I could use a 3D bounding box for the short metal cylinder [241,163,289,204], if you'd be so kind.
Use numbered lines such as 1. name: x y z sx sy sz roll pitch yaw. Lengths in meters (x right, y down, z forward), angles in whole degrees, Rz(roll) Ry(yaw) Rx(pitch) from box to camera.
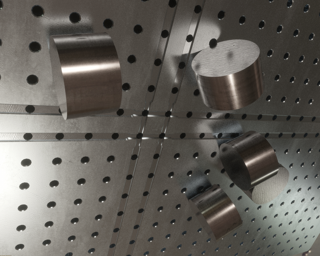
1. short metal cylinder: 0.180 0.088 0.551 0.081 0.050 0.079 -14 125 -21

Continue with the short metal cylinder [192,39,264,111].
1. short metal cylinder: 0.085 -0.066 0.383 0.080 0.080 0.050 -30 129 -9

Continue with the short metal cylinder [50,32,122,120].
1. short metal cylinder: -0.074 -0.051 0.304 0.050 0.080 0.079 -11 123 -23

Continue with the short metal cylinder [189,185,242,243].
1. short metal cylinder: 0.091 0.141 0.515 0.050 0.080 0.080 -29 129 -10

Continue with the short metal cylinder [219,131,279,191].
1. short metal cylinder: 0.137 0.050 0.484 0.050 0.080 0.080 -24 127 -14
